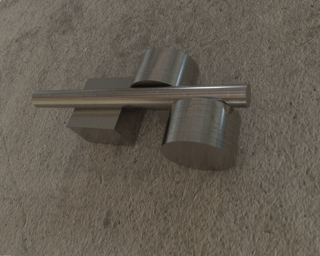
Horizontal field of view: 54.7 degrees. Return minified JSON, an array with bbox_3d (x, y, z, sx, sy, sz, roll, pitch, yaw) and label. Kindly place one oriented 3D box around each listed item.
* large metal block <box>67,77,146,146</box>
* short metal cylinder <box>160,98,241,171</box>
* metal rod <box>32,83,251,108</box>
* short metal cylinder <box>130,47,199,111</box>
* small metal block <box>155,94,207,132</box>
[{"bbox_3d":[-0.070,-0.024,0.435,0.080,0.050,0.080,3,63,29],"label":"large metal block"},{"bbox_3d":[0.045,0.009,0.339,0.080,0.080,0.050,0,62,28],"label":"short metal cylinder"},{"bbox_3d":[-0.043,-0.037,0.384,0.301,0.025,0.025,2,63,27],"label":"metal rod"},{"bbox_3d":[0.006,-0.059,0.403,0.080,0.080,0.050,2,63,29],"label":"short metal cylinder"},{"bbox_3d":[0.030,-0.018,0.382,0.050,0.050,0.025,1,63,28],"label":"small metal block"}]
